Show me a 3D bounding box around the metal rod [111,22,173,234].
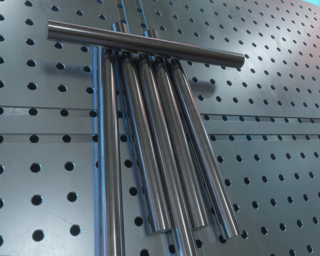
[{"bbox_3d":[-0.030,-0.018,0.403,0.025,0.025,0.299,1,61,-28],"label":"metal rod"}]

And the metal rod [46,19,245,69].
[{"bbox_3d":[-0.002,-0.115,0.444,0.302,0.025,0.025,2,61,-27],"label":"metal rod"}]

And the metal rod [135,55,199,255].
[{"bbox_3d":[0.005,0.031,0.391,0.025,0.025,0.299,1,62,-28],"label":"metal rod"}]

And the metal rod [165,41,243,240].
[{"bbox_3d":[0.050,0.000,0.435,0.025,0.025,0.299,-2,63,-29],"label":"metal rod"}]

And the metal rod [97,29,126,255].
[{"bbox_3d":[-0.062,-0.002,0.374,0.025,0.025,0.299,7,59,-25],"label":"metal rod"}]

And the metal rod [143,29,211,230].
[{"bbox_3d":[0.016,-0.015,0.427,0.025,0.025,0.299,1,61,-28],"label":"metal rod"}]
